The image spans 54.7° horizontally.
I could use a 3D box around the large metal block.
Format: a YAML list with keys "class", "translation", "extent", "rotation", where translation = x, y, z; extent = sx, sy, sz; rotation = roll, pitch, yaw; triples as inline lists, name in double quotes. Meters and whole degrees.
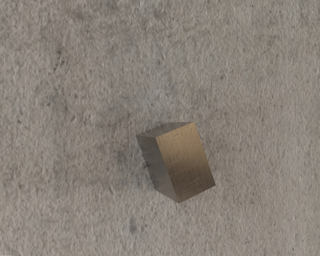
- class: "large metal block"
  translation: [0.016, 0.038, 0.387]
  extent: [0.050, 0.080, 0.080]
  rotation: [-22, 98, -19]
